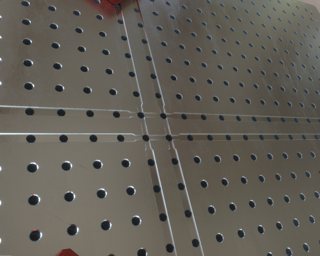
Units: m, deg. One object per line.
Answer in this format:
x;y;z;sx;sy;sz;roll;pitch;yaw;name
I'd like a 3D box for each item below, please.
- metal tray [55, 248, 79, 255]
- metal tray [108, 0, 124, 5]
-0.063;0.180;0.261;0.130;0.030;0.090;40;51;-1;metal tray
-0.074;-0.274;0.533;0.090;0.030;0.130;37;51;-4;metal tray
